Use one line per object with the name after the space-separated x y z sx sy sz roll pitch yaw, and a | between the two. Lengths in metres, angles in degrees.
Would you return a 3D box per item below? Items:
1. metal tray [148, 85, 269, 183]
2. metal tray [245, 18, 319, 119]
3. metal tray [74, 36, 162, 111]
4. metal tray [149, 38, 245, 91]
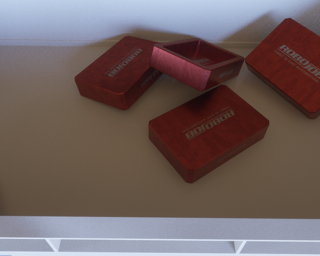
0.062 0.002 0.401 0.131 0.030 0.090 -28 56 -22 | metal tray
0.200 -0.087 0.443 0.090 0.030 0.130 -45 62 7 | metal tray
-0.051 -0.088 0.466 0.090 0.030 0.130 20 52 27 | metal tray
0.057 -0.097 0.451 0.090 0.030 0.131 31 33 23 | metal tray
